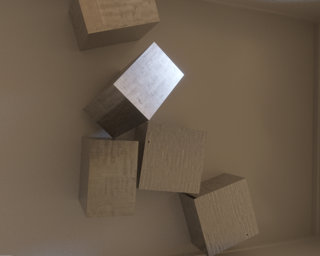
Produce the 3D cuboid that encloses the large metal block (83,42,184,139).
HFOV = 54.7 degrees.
[{"bbox_3d":[-0.031,-0.041,0.358,0.050,0.080,0.080,46,54,-15],"label":"large metal block"}]

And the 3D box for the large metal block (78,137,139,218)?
[{"bbox_3d":[-0.062,0.052,0.359,0.050,0.080,0.079,3,89,-20],"label":"large metal block"}]

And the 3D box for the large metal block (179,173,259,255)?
[{"bbox_3d":[0.080,0.116,0.429,0.081,0.050,0.080,-17,96,-20],"label":"large metal block"}]

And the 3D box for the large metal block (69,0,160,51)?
[{"bbox_3d":[-0.056,-0.130,0.361,0.081,0.080,0.050,-17,96,-20],"label":"large metal block"}]

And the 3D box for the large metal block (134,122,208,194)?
[{"bbox_3d":[0.009,0.038,0.402,0.081,0.050,0.080,9,87,-20],"label":"large metal block"}]
